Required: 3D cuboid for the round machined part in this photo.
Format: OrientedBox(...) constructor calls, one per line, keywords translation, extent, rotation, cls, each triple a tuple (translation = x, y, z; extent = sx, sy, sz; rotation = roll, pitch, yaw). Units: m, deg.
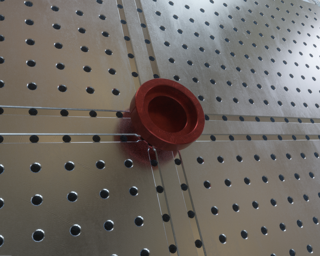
OrientedBox(translation=(0.006, -0.014, 0.407), extent=(0.099, 0.042, 0.098), rotation=(13, 56, -21), cls="round machined part")
